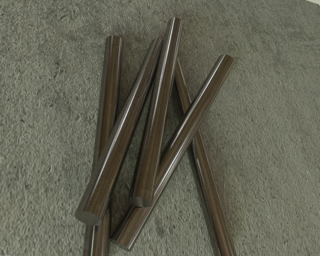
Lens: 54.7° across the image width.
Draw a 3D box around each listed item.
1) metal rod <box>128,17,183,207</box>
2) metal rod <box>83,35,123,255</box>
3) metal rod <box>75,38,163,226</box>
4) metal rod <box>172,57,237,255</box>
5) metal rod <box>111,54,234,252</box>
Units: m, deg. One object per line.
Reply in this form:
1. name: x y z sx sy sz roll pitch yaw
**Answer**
1. metal rod: 0.002 -0.044 0.398 0.025 0.025 0.300 22 52 -15
2. metal rod: -0.063 0.005 0.366 0.025 0.025 0.299 13 56 -21
3. metal rod: -0.033 -0.024 0.377 0.025 0.025 0.300 27 45 -11
4. metal rod: 0.046 0.021 0.415 0.025 0.025 0.299 1 61 -28
5. metal rod: 0.029 0.009 0.387 0.025 0.025 0.301 36 59 -5
